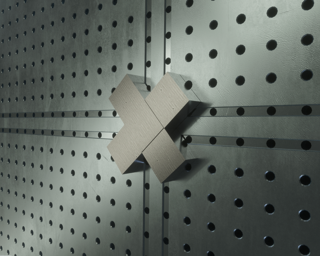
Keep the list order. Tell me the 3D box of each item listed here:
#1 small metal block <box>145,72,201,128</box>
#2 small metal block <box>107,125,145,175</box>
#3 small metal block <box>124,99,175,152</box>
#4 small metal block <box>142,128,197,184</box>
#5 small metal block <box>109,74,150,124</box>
[{"bbox_3d":[0.015,-0.035,0.394,0.050,0.025,0.050,-48,62,29],"label":"small metal block"},{"bbox_3d":[-0.043,0.030,0.443,0.050,0.025,0.050,-48,62,29],"label":"small metal block"},{"bbox_3d":[-0.015,-0.003,0.418,0.050,0.025,0.050,-48,62,29],"label":"small metal block"},{"bbox_3d":[0.011,0.035,0.398,0.050,0.025,0.050,-48,62,29],"label":"small metal block"},{"bbox_3d":[-0.040,-0.040,0.440,0.050,0.025,0.050,-48,62,29],"label":"small metal block"}]
